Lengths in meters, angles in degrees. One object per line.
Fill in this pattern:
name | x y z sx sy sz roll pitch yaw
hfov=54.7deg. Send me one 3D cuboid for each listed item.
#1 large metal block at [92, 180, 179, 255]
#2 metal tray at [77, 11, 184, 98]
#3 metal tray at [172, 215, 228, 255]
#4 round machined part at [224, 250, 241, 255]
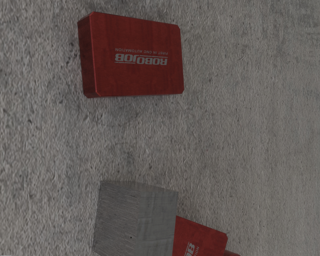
large metal block | -0.029 0.104 0.345 0.050 0.080 0.080 10 84 -40
metal tray | -0.030 -0.084 0.376 0.131 0.030 0.089 -7 95 -40
metal tray | 0.027 0.187 0.402 0.090 0.030 0.130 24 74 -12
round machined part | 0.086 0.231 0.462 0.099 0.042 0.097 -4 95 -45
